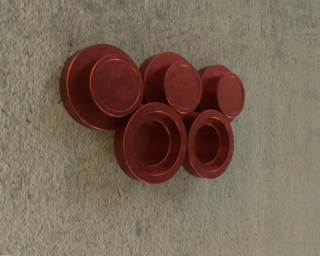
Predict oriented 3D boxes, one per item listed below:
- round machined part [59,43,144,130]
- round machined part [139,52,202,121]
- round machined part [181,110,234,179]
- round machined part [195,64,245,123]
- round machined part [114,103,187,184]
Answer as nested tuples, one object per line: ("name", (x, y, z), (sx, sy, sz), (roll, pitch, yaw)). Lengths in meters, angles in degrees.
("round machined part", (-0.058, -0.046, 0.348), (0.099, 0.042, 0.097), (0, 90, -40))
("round machined part", (0.018, -0.053, 0.413), (0.099, 0.042, 0.097), (0, 90, -40))
("round machined part", (0.060, 0.023, 0.448), (0.099, 0.042, 0.097), (0, 90, -40))
("round machined part", (0.094, -0.049, 0.477), (0.099, 0.042, 0.097), (0, 90, -40))
("round machined part", (-0.016, 0.018, 0.384), (0.099, 0.042, 0.097), (0, 90, -40))
